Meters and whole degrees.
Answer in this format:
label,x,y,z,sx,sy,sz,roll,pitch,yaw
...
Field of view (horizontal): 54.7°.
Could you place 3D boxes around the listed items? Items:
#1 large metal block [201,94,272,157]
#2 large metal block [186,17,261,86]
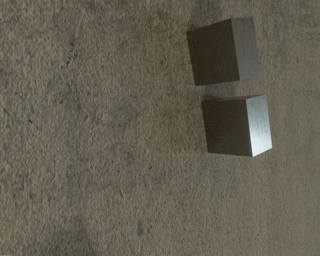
label,x,y,z,sx,sy,sz,roll,pitch,yaw
large metal block,0.114,-0.005,0.464,0.050,0.080,0.079,-15,100,-39
large metal block,0.090,-0.107,0.444,0.050,0.080,0.079,-18,102,-39
